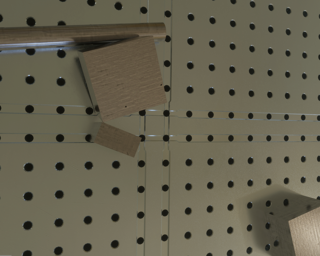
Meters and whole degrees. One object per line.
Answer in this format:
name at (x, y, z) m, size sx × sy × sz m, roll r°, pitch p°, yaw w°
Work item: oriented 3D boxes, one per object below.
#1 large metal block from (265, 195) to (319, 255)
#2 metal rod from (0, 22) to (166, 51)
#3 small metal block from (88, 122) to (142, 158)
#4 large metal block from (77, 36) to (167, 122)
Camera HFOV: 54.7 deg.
large metal block at (0.221, 0.161, 0.484) m, size 0.081 × 0.050 × 0.080 m, roll -16°, pitch 96°, yaw -20°
metal rod at (-0.137, -0.106, 0.362) m, size 0.303 × 0.025 × 0.025 m, roll -9°, pitch 93°, yaw -20°
small metal block at (-0.056, 0.014, 0.379) m, size 0.050 × 0.050 × 0.025 m, roll 23°, pitch 83°, yaw -19°
large metal block at (-0.045, -0.061, 0.371) m, size 0.081 × 0.050 × 0.079 m, roll -19°, pitch 111°, yaw -16°
